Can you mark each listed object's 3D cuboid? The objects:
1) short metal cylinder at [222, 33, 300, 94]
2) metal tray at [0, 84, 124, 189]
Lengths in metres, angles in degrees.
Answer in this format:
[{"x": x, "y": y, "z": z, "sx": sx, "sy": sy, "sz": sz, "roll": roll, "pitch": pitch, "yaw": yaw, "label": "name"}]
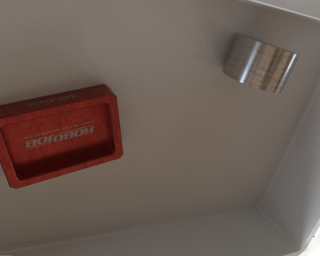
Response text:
[{"x": 0.126, "y": -0.083, "z": 0.393, "sx": 0.081, "sy": 0.080, "sz": 0.050, "roll": 5, "pitch": 116, "yaw": -31, "label": "short metal cylinder"}, {"x": -0.112, "y": 0.008, "z": 0.350, "sx": 0.131, "sy": 0.030, "sz": 0.089, "roll": -15, "pitch": 125, "yaw": -20, "label": "metal tray"}]
